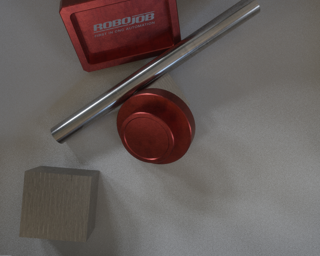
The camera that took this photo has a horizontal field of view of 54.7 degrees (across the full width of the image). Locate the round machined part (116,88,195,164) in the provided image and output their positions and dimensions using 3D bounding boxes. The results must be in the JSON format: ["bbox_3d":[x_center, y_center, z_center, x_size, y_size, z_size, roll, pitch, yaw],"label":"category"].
[{"bbox_3d":[-0.010,0.004,0.380,0.098,0.042,0.097,9,119,17],"label":"round machined part"}]

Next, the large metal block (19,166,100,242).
[{"bbox_3d":[-0.126,0.095,0.397,0.081,0.050,0.079,5,90,-1],"label":"large metal block"}]

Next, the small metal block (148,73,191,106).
[{"bbox_3d":[0.005,-0.036,0.412,0.050,0.025,0.050,-35,90,-1],"label":"small metal block"}]

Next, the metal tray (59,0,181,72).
[{"bbox_3d":[-0.044,-0.126,0.380,0.131,0.090,0.030,-14,47,-1],"label":"metal tray"}]

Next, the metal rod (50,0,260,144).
[{"bbox_3d":[-0.011,-0.070,0.393,0.300,0.025,0.025,-33,91,6],"label":"metal rod"}]
